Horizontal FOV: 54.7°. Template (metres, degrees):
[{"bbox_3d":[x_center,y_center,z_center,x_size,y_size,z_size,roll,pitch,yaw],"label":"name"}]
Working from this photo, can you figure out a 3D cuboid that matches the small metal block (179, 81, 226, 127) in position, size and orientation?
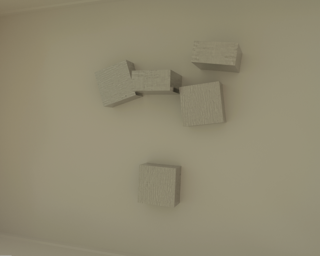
[{"bbox_3d":[0.054,-0.029,0.391,0.050,0.025,0.050,-6,88,19],"label":"small metal block"}]

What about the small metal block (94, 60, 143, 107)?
[{"bbox_3d":[-0.057,-0.060,0.430,0.050,0.025,0.050,-18,84,18],"label":"small metal block"}]

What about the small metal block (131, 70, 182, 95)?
[{"bbox_3d":[-0.003,-0.058,0.398,0.050,0.050,0.025,2,91,19],"label":"small metal block"}]

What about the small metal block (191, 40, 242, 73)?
[{"bbox_3d":[0.070,-0.085,0.372,0.050,0.050,0.025,9,93,19],"label":"small metal block"}]

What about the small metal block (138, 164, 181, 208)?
[{"bbox_3d":[0.000,0.074,0.410,0.050,0.025,0.050,3,91,19],"label":"small metal block"}]
